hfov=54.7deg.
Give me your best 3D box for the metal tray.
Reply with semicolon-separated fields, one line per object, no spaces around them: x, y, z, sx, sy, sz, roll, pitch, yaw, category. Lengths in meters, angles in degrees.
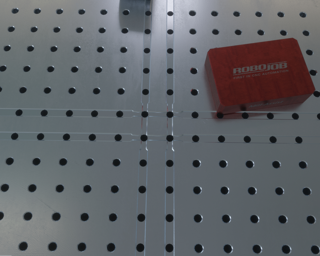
0.137;-0.074;0.437;0.131;0.030;0.090;-9;70;-4;metal tray
